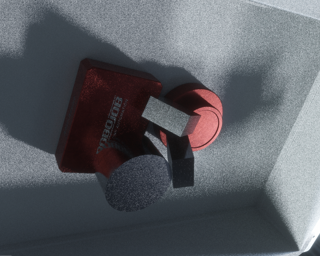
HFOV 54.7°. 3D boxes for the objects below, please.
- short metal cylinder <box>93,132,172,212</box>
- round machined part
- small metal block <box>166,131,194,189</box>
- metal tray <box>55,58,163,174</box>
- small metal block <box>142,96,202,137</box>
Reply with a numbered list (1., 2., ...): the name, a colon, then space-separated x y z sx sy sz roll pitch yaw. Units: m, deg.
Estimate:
1. short metal cylinder: -0.033 0.051 0.367 0.081 0.050 0.079 -14 125 -21
2. round machined part: 0.044 -0.008 0.416 0.099 0.042 0.097 -14 125 -21
3. small metal block: 0.024 0.037 0.378 0.025 0.050 0.050 -7 130 -3
4. metal tray: -0.061 -0.007 0.364 0.091 0.030 0.129 8 114 -32
5. small metal block: 0.015 -0.014 0.358 0.025 0.050 0.050 -65 163 12
